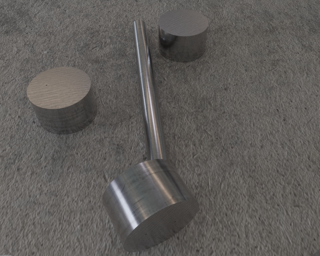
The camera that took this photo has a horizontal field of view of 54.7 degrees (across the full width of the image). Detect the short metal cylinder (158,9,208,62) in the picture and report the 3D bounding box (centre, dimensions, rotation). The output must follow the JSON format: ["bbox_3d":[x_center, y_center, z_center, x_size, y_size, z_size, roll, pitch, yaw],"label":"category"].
[{"bbox_3d":[0.038,-0.155,0.518,0.081,0.050,0.080,0,50,0],"label":"short metal cylinder"}]

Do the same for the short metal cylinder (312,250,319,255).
[{"bbox_3d":[0.158,0.147,0.265,0.081,0.050,0.080,0,50,0],"label":"short metal cylinder"}]

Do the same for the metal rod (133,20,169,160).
[{"bbox_3d":[-0.019,-0.070,0.461,0.025,0.025,0.300,-5,50,-5],"label":"metal rod"}]

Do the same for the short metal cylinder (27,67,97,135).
[{"bbox_3d":[-0.130,-0.038,0.418,0.081,0.050,0.080,0,50,0],"label":"short metal cylinder"}]

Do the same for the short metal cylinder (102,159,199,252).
[{"bbox_3d":[-0.009,0.076,0.304,0.081,0.080,0.050,-23,54,-18],"label":"short metal cylinder"}]
